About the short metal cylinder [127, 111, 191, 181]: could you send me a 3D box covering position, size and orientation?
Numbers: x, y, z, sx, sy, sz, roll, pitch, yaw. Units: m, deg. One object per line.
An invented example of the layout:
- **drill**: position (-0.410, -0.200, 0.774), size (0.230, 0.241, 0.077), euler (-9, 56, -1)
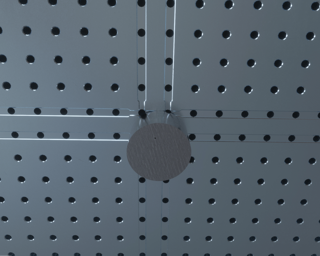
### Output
- **short metal cylinder**: position (-0.001, 0.022, 0.408), size (0.081, 0.050, 0.079), euler (0, 110, -1)
